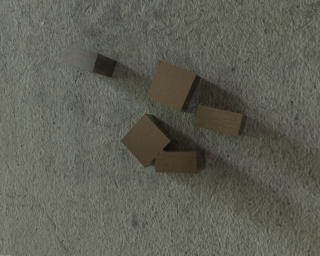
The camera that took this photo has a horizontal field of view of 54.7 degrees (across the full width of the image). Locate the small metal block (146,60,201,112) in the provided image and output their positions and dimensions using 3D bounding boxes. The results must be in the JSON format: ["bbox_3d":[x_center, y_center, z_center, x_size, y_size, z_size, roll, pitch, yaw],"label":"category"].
[{"bbox_3d":[0.018,-0.054,0.403,0.050,0.025,0.050,26,98,18],"label":"small metal block"}]

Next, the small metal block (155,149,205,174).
[{"bbox_3d":[0.026,0.040,0.386,0.050,0.050,0.025,-1,90,20],"label":"small metal block"}]

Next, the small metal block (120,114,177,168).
[{"bbox_3d":[-0.015,0.017,0.414,0.050,0.025,0.050,46,104,14],"label":"small metal block"}]

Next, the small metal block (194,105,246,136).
[{"bbox_3d":[0.073,-0.009,0.370,0.050,0.050,0.025,14,95,19],"label":"small metal block"}]

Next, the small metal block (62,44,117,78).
[{"bbox_3d":[-0.097,-0.092,0.430,0.050,0.050,0.025,20,97,19],"label":"small metal block"}]
